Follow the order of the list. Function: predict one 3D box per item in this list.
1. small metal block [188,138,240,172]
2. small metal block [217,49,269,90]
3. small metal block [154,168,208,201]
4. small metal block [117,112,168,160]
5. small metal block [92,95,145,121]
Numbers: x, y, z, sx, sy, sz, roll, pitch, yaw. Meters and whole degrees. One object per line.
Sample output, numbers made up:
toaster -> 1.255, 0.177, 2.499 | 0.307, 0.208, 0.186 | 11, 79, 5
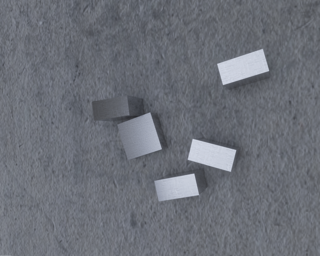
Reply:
small metal block -> 0.066, 0.030, 0.372 | 0.050, 0.050, 0.025 | 14, 95, 19
small metal block -> 0.098, -0.066, 0.361 | 0.050, 0.050, 0.025 | -16, 85, 19
small metal block -> 0.027, 0.070, 0.385 | 0.050, 0.050, 0.025 | -14, 86, 19
small metal block -> -0.023, 0.011, 0.416 | 0.050, 0.025, 0.050 | -19, 84, 18
small metal block -> -0.054, -0.025, 0.414 | 0.050, 0.050, 0.025 | -8, 88, 19
